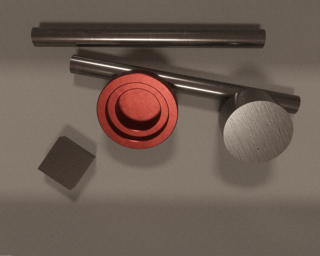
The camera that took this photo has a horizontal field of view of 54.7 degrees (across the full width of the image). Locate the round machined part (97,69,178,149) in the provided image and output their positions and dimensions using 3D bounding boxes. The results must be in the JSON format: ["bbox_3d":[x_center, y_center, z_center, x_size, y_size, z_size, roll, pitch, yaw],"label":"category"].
[{"bbox_3d":[-0.026,-0.026,0.391,0.099,0.042,0.097,1,113,3],"label":"round machined part"}]

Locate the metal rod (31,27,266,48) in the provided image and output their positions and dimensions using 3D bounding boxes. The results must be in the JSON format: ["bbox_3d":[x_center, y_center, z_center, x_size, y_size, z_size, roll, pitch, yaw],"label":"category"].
[{"bbox_3d":[-0.014,-0.119,0.411,0.302,0.025,0.025,0,90,-1],"label":"metal rod"}]

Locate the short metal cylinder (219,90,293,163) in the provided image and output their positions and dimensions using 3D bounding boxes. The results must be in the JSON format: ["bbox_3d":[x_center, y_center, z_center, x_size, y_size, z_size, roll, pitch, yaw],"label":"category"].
[{"bbox_3d":[0.117,-0.003,0.387,0.080,0.050,0.079,1,112,3],"label":"short metal cylinder"}]

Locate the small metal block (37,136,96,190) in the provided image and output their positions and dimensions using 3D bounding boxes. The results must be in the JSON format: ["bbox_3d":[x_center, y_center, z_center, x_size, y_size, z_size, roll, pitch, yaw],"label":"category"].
[{"bbox_3d":[-0.122,0.046,0.410,0.050,0.025,0.050,34,90,-1],"label":"small metal block"}]

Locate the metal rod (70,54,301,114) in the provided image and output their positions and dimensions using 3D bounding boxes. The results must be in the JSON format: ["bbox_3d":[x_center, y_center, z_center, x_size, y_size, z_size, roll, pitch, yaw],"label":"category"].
[{"bbox_3d":[0.033,-0.058,0.411,0.302,0.025,0.025,10,90,-1],"label":"metal rod"}]
